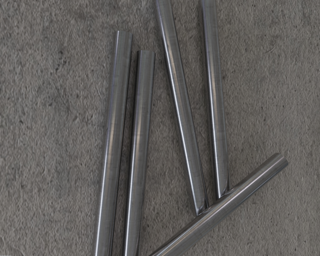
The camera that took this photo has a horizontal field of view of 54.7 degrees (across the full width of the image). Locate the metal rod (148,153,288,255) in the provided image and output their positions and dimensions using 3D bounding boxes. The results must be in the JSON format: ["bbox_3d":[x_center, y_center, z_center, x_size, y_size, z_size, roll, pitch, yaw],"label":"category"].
[{"bbox_3d":[0.054,0.126,0.401,0.302,0.025,0.025,-34,101,-17],"label":"metal rod"}]

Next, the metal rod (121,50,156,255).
[{"bbox_3d":[-0.029,0.051,0.398,0.025,0.025,0.298,5,88,-20],"label":"metal rod"}]

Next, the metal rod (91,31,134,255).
[{"bbox_3d":[-0.060,0.030,0.386,0.025,0.025,0.298,6,88,-20],"label":"metal rod"}]

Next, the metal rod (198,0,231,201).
[{"bbox_3d":[0.079,-0.029,0.437,0.025,0.025,0.298,-6,92,-20],"label":"metal rod"}]

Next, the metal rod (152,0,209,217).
[{"bbox_3d":[0.029,-0.027,0.419,0.025,0.025,0.298,-12,94,-20],"label":"metal rod"}]
